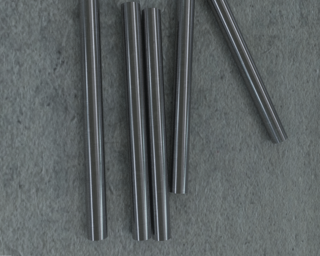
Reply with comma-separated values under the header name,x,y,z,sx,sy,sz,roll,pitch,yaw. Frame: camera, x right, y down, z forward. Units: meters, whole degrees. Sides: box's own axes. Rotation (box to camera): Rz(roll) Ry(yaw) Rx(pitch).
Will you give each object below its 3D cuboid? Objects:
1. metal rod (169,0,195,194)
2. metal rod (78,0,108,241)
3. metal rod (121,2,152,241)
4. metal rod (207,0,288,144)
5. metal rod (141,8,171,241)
name,x,y,z,sx,sy,sz,roll,pitch,yaw
metal rod,0.031,-0.063,0.421,0.025,0.025,0.298,2,89,-20
metal rod,-0.082,-0.015,0.379,0.025,0.025,0.298,-2,91,-20
metal rod,-0.030,-0.008,0.398,0.025,0.025,0.298,-3,91,-20
metal rod,0.117,-0.112,0.453,0.025,0.025,0.299,-31,100,-18
metal rod,-0.005,-0.004,0.408,0.025,0.025,0.298,-3,91,-20
